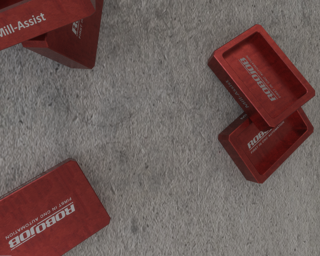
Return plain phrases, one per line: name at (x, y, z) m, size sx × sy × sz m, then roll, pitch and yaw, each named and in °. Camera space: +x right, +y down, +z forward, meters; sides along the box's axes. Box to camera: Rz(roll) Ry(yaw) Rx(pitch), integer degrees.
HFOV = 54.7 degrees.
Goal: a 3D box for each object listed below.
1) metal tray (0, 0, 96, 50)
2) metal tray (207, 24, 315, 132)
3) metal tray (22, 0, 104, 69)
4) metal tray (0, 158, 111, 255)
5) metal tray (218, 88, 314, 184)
metal tray at (-0.129, -0.121, 0.301) m, size 0.131 × 0.090 × 0.030 m, roll -19°, pitch 135°, yaw 6°
metal tray at (0.142, -0.071, 0.436) m, size 0.090 × 0.030 × 0.130 m, roll -35°, pitch 84°, yaw -15°
metal tray at (-0.099, -0.138, 0.337) m, size 0.030 × 0.090 × 0.129 m, roll 6°, pitch 87°, yaw 19°
metal tray at (-0.136, 0.105, 0.356) m, size 0.131 × 0.030 × 0.090 m, roll -31°, pitch 100°, yaw -18°
metal tray at (0.161, 0.008, 0.465) m, size 0.131 × 0.030 × 0.090 m, roll -40°, pitch 103°, yaw -16°
